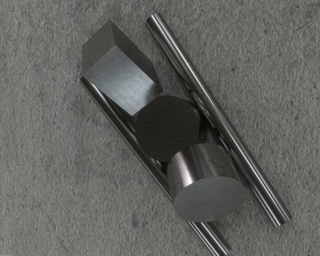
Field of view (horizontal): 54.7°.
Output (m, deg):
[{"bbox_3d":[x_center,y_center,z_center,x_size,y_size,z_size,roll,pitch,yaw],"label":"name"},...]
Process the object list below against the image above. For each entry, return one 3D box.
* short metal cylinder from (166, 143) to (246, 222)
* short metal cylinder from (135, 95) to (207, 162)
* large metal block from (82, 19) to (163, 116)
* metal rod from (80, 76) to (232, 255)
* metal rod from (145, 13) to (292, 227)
[{"bbox_3d":[0.051,0.064,0.356,0.080,0.080,0.050,-33,37,17],"label":"short metal cylinder"},{"bbox_3d":[0.016,0.001,0.391,0.080,0.050,0.080,0,90,20],"label":"short metal cylinder"},{"bbox_3d":[-0.048,-0.075,0.381,0.050,0.080,0.080,-38,36,16],"label":"large metal block"},{"bbox_3d":[-0.013,0.041,0.414,0.025,0.025,0.300,-42,77,15],"label":"metal rod"},{"bbox_3d":[0.066,-0.018,0.386,0.025,0.025,0.299,-34,79,17],"label":"metal rod"}]
